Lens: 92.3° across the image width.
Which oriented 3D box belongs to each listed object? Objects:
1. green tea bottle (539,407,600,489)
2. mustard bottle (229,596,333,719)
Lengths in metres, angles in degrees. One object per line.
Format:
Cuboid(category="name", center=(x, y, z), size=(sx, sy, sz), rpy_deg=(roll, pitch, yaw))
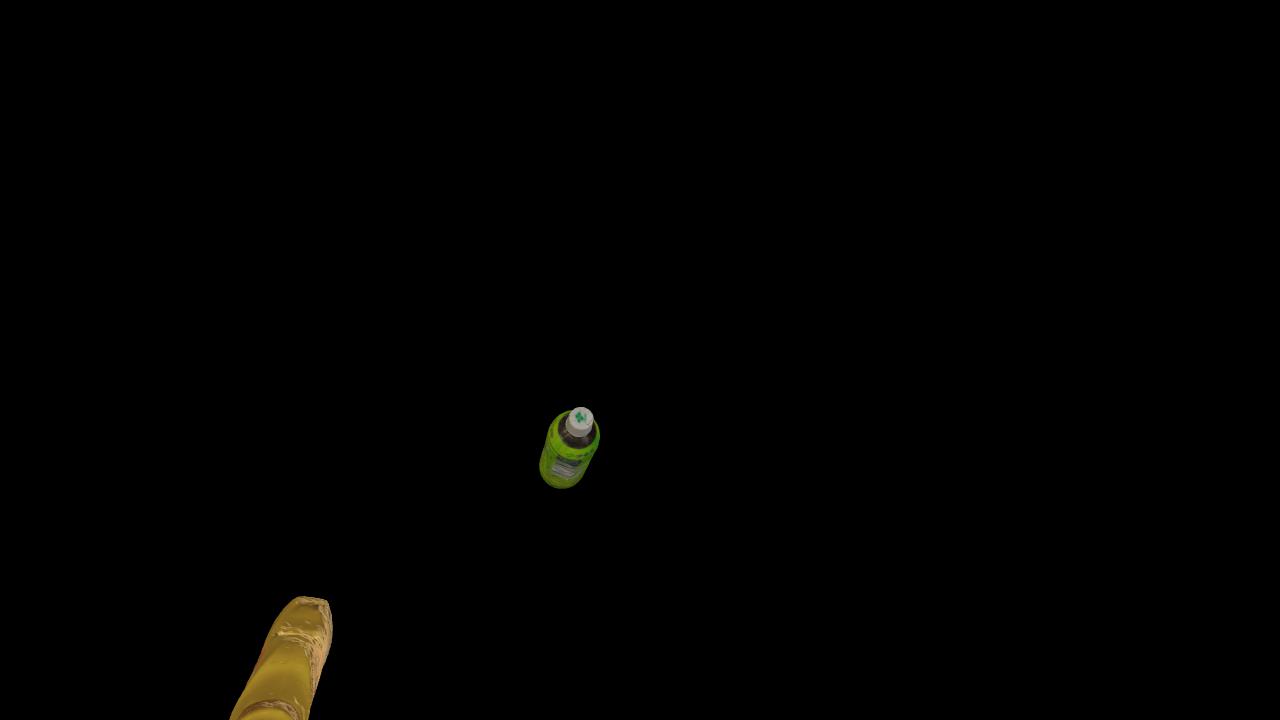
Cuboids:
Cuboid(category="green tea bottle", center=(-0.093, 0.116, 0.830), size=(0.073, 0.073, 0.212), rpy_deg=(0, -25, -16))
Cuboid(category="mustard bottle", center=(-0.276, 0.255, 0.473), size=(0.054, 0.092, 0.184), rpy_deg=(23, -10, -20))
